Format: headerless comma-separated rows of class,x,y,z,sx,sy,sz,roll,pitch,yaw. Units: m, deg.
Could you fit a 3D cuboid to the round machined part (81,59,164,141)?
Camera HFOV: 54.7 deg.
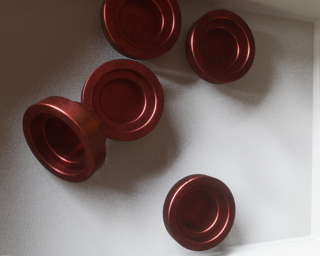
round machined part,-0.048,-0.033,0.384,0.099,0.042,0.097,0,90,-20

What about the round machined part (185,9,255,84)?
round machined part,0.079,-0.110,0.432,0.099,0.042,0.097,0,90,-21

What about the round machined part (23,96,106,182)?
round machined part,-0.100,0.009,0.345,0.098,0.098,0.042,58,39,-11

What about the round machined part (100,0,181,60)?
round machined part,-0.026,-0.134,0.389,0.099,0.042,0.097,-3,97,-23

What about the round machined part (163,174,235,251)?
round machined part,0.049,0.111,0.421,0.099,0.042,0.097,0,90,-21
